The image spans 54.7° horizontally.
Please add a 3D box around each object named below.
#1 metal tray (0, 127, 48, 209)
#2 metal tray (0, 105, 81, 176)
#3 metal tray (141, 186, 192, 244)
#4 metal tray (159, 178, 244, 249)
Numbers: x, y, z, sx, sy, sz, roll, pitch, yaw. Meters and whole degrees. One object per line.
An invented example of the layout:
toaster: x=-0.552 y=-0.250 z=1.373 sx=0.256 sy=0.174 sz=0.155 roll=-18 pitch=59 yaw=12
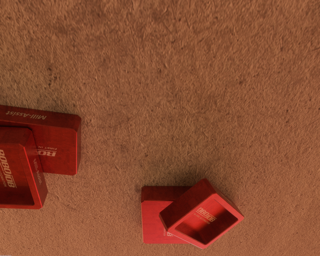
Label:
metal tray: x=-0.207 y=0.056 z=0.409 sx=0.091 sy=0.030 sz=0.129 roll=3 pitch=130 yaw=-3
metal tray: x=-0.176 y=0.018 z=0.417 sx=0.131 sy=0.030 sz=0.089 roll=7 pitch=130 yaw=-7
metal tray: x=0.015 y=0.153 z=0.534 sx=0.091 sy=0.030 sz=0.129 roll=0 pitch=130 yaw=-1
metal tray: x=0.069 y=0.138 z=0.484 sx=0.090 sy=0.030 sz=0.130 roll=-40 pitch=136 yaw=6
